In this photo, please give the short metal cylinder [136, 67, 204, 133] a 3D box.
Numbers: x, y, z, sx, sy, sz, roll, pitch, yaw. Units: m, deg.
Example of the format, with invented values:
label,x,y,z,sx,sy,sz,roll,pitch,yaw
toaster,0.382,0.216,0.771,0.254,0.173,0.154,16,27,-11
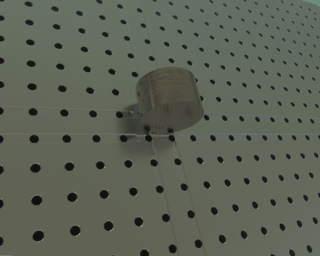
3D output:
label,x,y,z,sx,sy,sz,roll,pitch,yaw
short metal cylinder,0.012,-0.034,0.399,0.081,0.080,0.050,4,60,-26
